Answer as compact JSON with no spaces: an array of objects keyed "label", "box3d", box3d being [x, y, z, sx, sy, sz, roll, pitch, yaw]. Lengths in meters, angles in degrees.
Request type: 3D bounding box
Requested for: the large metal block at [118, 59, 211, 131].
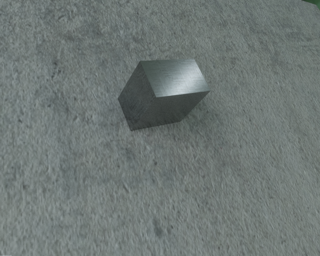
[{"label":"large metal block","box3d":[0.003,-0.043,0.398,0.081,0.080,0.050,-11,68,-33]}]
